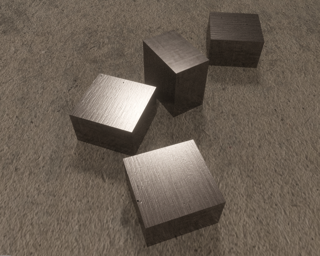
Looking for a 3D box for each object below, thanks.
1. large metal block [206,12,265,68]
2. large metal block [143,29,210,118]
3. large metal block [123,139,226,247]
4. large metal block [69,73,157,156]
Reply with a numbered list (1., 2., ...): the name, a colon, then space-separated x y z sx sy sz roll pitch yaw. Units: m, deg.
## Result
1. large metal block: 0.120 -0.147 0.512 0.080 0.050 0.080 4 50 3
2. large metal block: 0.019 -0.076 0.432 0.050 0.080 0.080 -25 55 -20
3. large metal block: 0.012 0.067 0.331 0.081 0.050 0.080 -15 52 -13
4. large metal block: -0.056 -0.018 0.402 0.080 0.050 0.080 15 52 12
